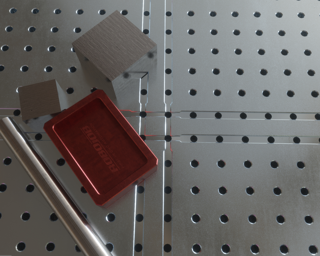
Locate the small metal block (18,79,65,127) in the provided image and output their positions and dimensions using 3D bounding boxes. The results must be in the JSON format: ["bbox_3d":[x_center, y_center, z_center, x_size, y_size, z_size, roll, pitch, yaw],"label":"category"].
[{"bbox_3d":[-0.160,-0.034,0.422,0.050,0.025,0.050,-14,71,-6],"label":"small metal block"}]

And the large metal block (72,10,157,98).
[{"bbox_3d":[-0.061,-0.104,0.436,0.080,0.050,0.080,-42,76,-14],"label":"large metal block"}]

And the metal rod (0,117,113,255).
[{"bbox_3d":[-0.111,0.102,0.372,0.025,0.025,0.300,-38,75,-13],"label":"metal rod"}]

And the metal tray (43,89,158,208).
[{"bbox_3d":[-0.075,0.024,0.399,0.090,0.030,0.130,-36,74,-13],"label":"metal tray"}]
